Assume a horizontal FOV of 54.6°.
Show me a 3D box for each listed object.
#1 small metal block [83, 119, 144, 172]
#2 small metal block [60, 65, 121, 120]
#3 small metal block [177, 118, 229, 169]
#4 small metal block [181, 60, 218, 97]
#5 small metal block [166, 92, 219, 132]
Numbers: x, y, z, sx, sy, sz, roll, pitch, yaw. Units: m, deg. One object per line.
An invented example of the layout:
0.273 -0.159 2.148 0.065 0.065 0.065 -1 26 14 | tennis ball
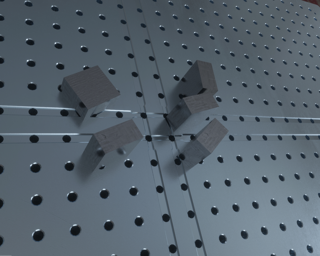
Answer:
-0.054 0.020 0.351 0.050 0.050 0.025 -24 75 -36 | small metal block
-0.087 -0.045 0.389 0.050 0.025 0.050 -32 79 -38 | small metal block
0.057 0.020 0.410 0.025 0.050 0.050 44 51 2 | small metal block
0.057 -0.064 0.461 0.025 0.050 0.050 7 59 -25 | small metal block
0.044 -0.022 0.429 0.050 0.050 0.025 -16 70 -34 | small metal block
